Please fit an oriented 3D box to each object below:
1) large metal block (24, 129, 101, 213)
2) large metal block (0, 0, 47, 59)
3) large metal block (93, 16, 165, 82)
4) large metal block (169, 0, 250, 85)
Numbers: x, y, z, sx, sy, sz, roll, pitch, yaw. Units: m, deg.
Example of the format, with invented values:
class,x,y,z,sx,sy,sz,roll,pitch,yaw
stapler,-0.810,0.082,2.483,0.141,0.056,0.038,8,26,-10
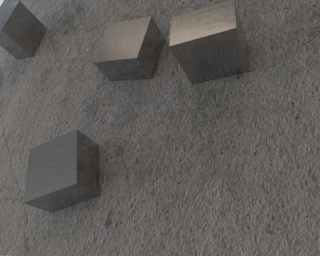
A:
class,x,y,z,sx,sy,sz,roll,pitch,yaw
large metal block,-0.130,0.059,0.420,0.080,0.050,0.080,-21,54,15
large metal block,-0.298,-0.204,0.650,0.050,0.080,0.080,1,62,28
large metal block,-0.047,-0.122,0.488,0.080,0.050,0.080,1,62,29
large metal block,0.066,-0.107,0.400,0.080,0.080,0.050,-10,58,23
